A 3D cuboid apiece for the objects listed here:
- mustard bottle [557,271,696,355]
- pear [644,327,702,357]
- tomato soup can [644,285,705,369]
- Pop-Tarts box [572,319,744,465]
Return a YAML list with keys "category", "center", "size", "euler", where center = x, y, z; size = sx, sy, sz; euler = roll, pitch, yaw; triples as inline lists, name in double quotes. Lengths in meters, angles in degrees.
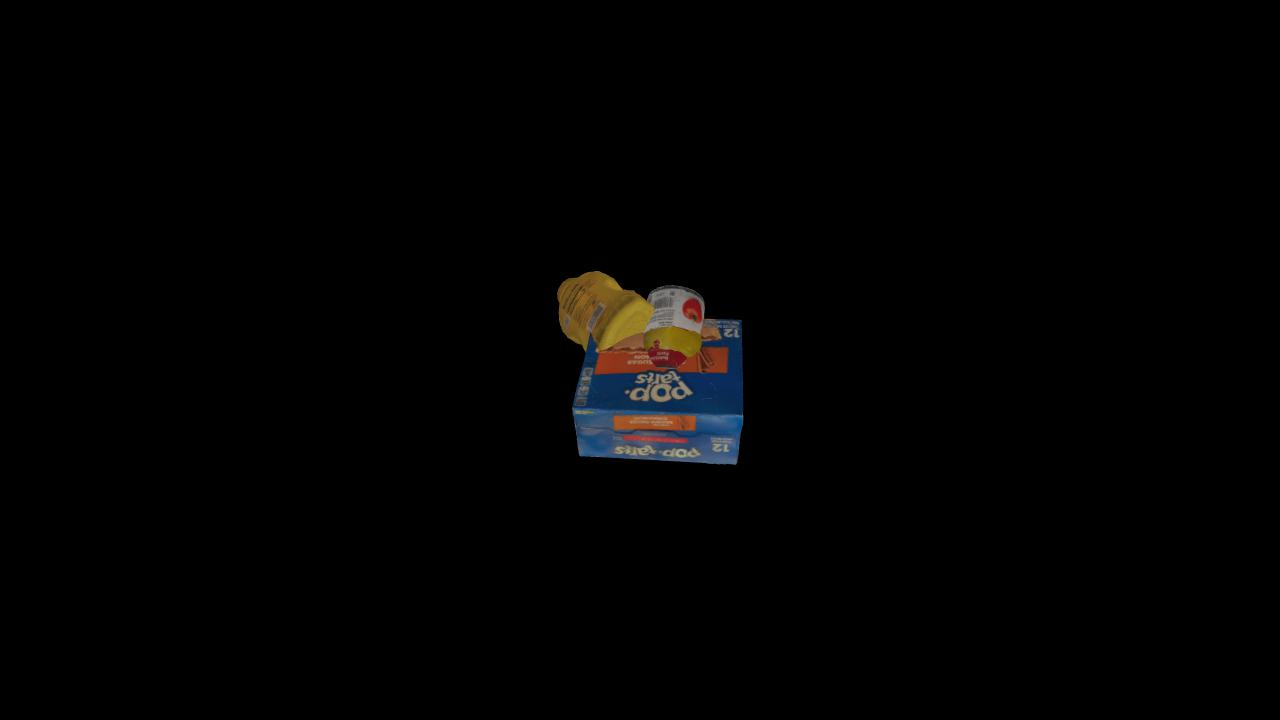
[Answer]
- category: "mustard bottle"
  center: [-0.055, -0.058, 0.727]
  size: [0.054, 0.092, 0.184]
  euler: [19, 12, -35]
- category: "pear"
  center: [0.043, -0.017, 0.683]
  size: [0.080, 0.080, 0.111]
  euler: [0, 29, 18]
- category: "tomato soup can"
  center: [0.034, -0.022, 0.670]
  size: [0.068, 0.101, 0.068]
  euler: [6, -26, 3]
- category: "Pop-Tarts box"
  center: [0.024, 0.028, 0.658]
  size: [0.167, 0.083, 0.141]
  euler: [2, 45, 7]
